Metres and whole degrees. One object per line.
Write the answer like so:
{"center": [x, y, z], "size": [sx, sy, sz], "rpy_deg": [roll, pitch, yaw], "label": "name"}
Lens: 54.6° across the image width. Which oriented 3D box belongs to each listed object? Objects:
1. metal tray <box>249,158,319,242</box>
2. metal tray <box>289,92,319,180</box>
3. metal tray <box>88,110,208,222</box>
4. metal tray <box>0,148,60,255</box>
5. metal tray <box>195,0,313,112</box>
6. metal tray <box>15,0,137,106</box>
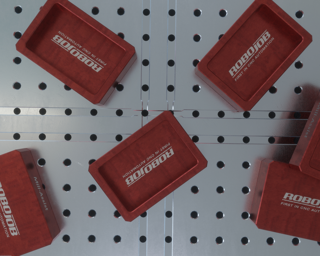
{"center": [0.195, 0.098, 0.412], "size": [0.131, 0.030, 0.090], "rpy_deg": [12, 90, 0], "label": "metal tray"}
{"center": [0.230, 0.008, 0.381], "size": [0.090, 0.030, 0.130], "rpy_deg": [23, 90, 0], "label": "metal tray"}
{"center": [-0.015, 0.049, 0.410], "size": [0.130, 0.030, 0.090], "rpy_deg": [-36, 90, 0], "label": "metal tray"}
{"center": [-0.200, 0.102, 0.410], "size": [0.090, 0.030, 0.129], "rpy_deg": [-20, 90, 0], "label": "metal tray"}
{"center": [0.122, -0.097, 0.411], "size": [0.090, 0.030, 0.130], "rpy_deg": [42, 90, 0], "label": "metal tray"}
{"center": [-0.108, -0.101, 0.410], "size": [0.130, 0.030, 0.090], "rpy_deg": [35, 90, 0], "label": "metal tray"}
